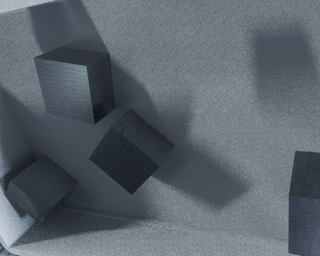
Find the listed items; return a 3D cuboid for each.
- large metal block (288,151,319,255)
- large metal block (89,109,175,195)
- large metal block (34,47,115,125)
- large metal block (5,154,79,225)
[{"bbox_3d":[0.170,0.081,0.334,0.050,0.080,0.080,3,120,27],"label":"large metal block"},{"bbox_3d":[-0.040,0.034,0.435,0.080,0.050,0.080,40,129,0],"label":"large metal block"},{"bbox_3d":[-0.111,-0.058,0.415,0.080,0.050,0.079,13,124,21],"label":"large metal block"},{"bbox_3d":[-0.208,0.107,0.549,0.080,0.080,0.050,39,129,2],"label":"large metal block"}]
